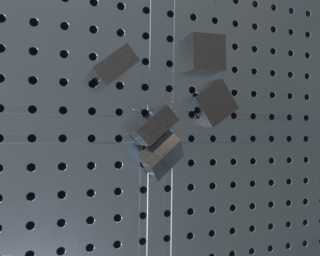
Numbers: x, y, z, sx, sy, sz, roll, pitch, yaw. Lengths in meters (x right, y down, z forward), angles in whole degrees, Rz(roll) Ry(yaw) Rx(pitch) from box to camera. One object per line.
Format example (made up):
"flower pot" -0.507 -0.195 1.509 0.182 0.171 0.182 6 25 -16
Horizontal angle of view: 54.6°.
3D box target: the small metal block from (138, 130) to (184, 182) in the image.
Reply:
"small metal block" 0.003 0.035 0.398 0.050 0.050 0.025 -43 64 -15

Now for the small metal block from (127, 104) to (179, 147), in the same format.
"small metal block" -0.010 -0.003 0.395 0.050 0.050 0.025 -42 103 -15

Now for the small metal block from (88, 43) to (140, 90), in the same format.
"small metal block" -0.057 -0.074 0.378 0.050 0.050 0.025 -40 103 -15

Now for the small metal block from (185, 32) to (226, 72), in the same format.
"small metal block" 0.064 -0.105 0.436 0.050 0.025 0.050 -2 91 -20

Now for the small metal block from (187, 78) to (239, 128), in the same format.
"small metal block" 0.075 -0.035 0.440 0.050 0.025 0.050 -35 102 -17
